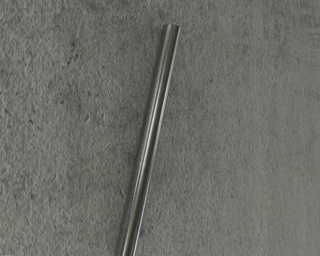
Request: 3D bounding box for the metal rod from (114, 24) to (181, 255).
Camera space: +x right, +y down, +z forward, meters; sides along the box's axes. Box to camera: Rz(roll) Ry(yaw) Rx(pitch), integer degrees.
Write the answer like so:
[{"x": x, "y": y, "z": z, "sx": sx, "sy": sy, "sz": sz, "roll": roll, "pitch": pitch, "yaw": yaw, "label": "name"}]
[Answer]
[{"x": -0.013, "y": 0.011, "z": 0.392, "sx": 0.025, "sy": 0.025, "sz": 0.299, "roll": 19, "pitch": 78, "yaw": -38, "label": "metal rod"}]
